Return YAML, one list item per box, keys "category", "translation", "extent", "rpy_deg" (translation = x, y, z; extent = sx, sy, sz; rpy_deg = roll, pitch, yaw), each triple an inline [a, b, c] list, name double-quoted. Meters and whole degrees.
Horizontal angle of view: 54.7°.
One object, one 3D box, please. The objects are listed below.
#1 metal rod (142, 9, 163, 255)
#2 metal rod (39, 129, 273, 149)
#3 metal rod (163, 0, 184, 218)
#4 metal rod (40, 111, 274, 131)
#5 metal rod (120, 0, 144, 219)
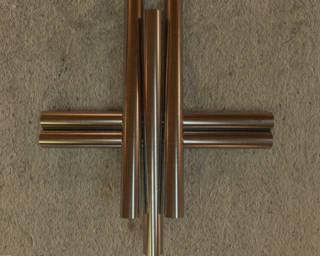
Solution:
- category: "metal rod"
  translation: [-0.009, 0.005, 0.385]
  extent: [0.025, 0.025, 0.298]
  rpy_deg: [0, 90, -1]
- category: "metal rod"
  translation: [-0.004, 0.015, 0.412]
  extent: [0.302, 0.025, 0.025]
  rpy_deg: [0, 90, -1]
- category: "metal rod"
  translation: [0.017, -0.042, 0.390]
  extent: [0.025, 0.025, 0.298]
  rpy_deg: [0, 82, -1]
- category: "metal rod"
  translation: [-0.003, -0.010, 0.412]
  extent: [0.302, 0.025, 0.025]
  rpy_deg: [0, 90, -1]
- category: "metal rod"
  translation: [-0.034, -0.042, 0.390]
  extent: [0.025, 0.025, 0.298]
  rpy_deg: [0, 82, -1]
